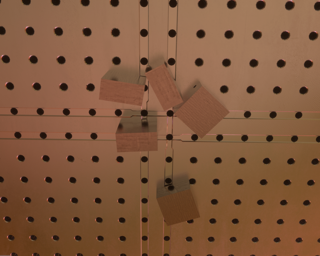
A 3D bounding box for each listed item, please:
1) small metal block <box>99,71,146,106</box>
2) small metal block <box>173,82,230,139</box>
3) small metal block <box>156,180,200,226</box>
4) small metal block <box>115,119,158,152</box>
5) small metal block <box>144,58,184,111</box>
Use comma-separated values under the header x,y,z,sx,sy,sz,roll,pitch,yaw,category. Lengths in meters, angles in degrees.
x,y,z,sx,sy,sz,roll,pitch,yaw,category
-0.044,-0.050,0.381,0.050,0.050,0.025,9,110,-3,small metal block
0.053,-0.023,0.405,0.050,0.025,0.050,41,105,-14,small metal block
0.027,0.110,0.454,0.050,0.025,0.050,-17,109,6,small metal block
-0.028,0.009,0.403,0.050,0.050,0.025,-2,110,1,small metal block
0.005,-0.055,0.380,0.025,0.050,0.050,-25,108,9,small metal block
